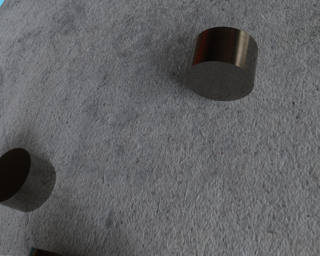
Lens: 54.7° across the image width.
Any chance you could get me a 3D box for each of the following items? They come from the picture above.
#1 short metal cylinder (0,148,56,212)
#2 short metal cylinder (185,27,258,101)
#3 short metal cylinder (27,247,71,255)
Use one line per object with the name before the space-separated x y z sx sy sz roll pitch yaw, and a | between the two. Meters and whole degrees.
short metal cylinder | -0.200 0.075 0.447 0.080 0.050 0.080 -13 56 21
short metal cylinder | 0.075 -0.075 0.375 0.080 0.080 0.050 0 62 28
short metal cylinder | -0.106 0.160 0.326 0.080 0.080 0.050 -1 62 28
